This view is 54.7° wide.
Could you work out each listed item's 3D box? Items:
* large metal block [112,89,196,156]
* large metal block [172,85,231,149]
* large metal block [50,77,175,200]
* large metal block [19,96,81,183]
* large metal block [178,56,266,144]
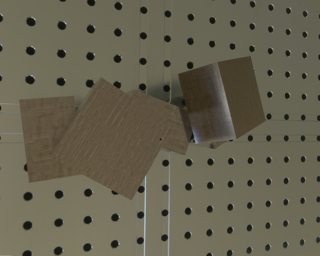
[{"bbox_3d":[-0.013,-0.005,0.379,0.081,0.080,0.050,20,84,-19],"label":"large metal block"},{"bbox_3d":[0.076,-0.027,0.429,0.080,0.050,0.080,-32,101,-18],"label":"large metal block"},{"bbox_3d":[-0.047,0.010,0.296,0.080,0.050,0.080,33,79,-17],"label":"large metal block"},{"bbox_3d":[-0.119,0.010,0.339,0.050,0.080,0.079,-7,93,-20],"label":"large metal block"},{"bbox_3d":[0.073,-0.034,0.355,0.081,0.050,0.080,-22,99,-48],"label":"large metal block"}]
